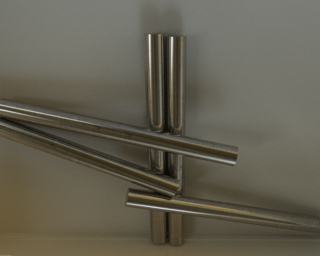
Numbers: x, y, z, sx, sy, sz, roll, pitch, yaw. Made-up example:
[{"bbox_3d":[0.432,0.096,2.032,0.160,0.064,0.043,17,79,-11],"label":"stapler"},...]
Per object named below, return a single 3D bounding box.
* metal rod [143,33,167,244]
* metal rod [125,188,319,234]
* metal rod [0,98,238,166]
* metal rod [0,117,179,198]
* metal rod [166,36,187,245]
[{"bbox_3d":[-0.004,0.028,0.418,0.025,0.025,0.298,-1,110,0],"label":"metal rod"},{"bbox_3d":[0.102,0.119,0.437,0.302,0.025,0.025,11,110,-11],"label":"metal rod"},{"bbox_3d":[-0.054,0.005,0.390,0.302,0.025,0.025,12,110,3],"label":"metal rod"},{"bbox_3d":[-0.120,0.029,0.405,0.302,0.025,0.025,20,109,-2],"label":"metal rod"},{"bbox_3d":[0.022,0.030,0.420,0.025,0.025,0.298,-1,110,0],"label":"metal rod"}]
